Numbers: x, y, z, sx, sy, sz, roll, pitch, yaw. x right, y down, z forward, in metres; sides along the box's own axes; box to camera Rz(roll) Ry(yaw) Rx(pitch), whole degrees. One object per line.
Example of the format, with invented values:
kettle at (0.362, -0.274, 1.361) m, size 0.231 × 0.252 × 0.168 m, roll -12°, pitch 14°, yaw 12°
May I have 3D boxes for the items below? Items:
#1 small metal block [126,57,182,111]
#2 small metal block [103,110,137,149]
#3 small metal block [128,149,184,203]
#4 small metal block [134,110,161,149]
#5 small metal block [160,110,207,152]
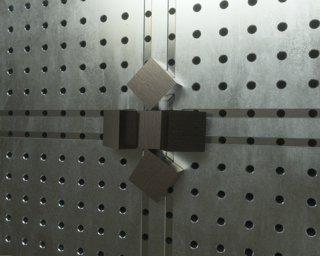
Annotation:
small metal block at (-0.008, -0.058, 0.416) m, size 0.050 × 0.025 × 0.050 m, roll -45°, pitch 75°, yaw 14°
small metal block at (-0.055, 0.001, 0.419) m, size 0.050 × 0.025 × 0.050 m, roll 4°, pitch 93°, yaw 56°
small metal block at (-0.006, 0.062, 0.414) m, size 0.050 × 0.025 × 0.050 m, roll 36°, pitch 102°, yaw 18°
small metal block at (-0.007, 0.002, 0.415) m, size 0.050 × 0.025 × 0.050 m, roll 2°, pitch 90°, yaw 20°
small metal block at (0.029, 0.004, 0.388) m, size 0.050 × 0.025 × 0.050 m, roll 2°, pitch 91°, yaw -21°
